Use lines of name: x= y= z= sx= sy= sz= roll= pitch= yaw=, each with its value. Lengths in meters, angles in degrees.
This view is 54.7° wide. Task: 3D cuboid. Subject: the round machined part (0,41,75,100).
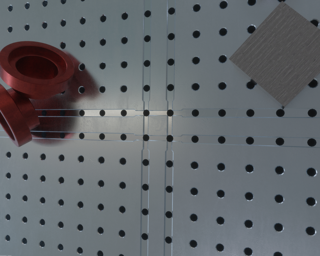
round machined part: x=-0.176 y=-0.078 z=0.443 sx=0.098 sy=0.099 sz=0.042 roll=41 pitch=132 yaw=15

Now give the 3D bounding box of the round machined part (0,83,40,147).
round machined part: x=-0.216 y=-0.024 z=0.462 sx=0.098 sy=0.042 sz=0.097 roll=37 pitch=145 yaw=32

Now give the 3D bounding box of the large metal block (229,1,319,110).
large metal block: x=0.139 y=-0.078 z=0.350 sx=0.080 sy=0.050 sz=0.080 roll=46 pitch=104 yaw=14
